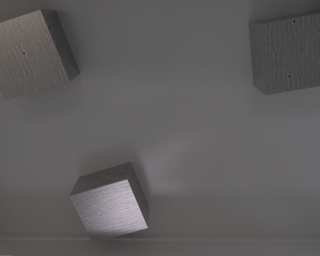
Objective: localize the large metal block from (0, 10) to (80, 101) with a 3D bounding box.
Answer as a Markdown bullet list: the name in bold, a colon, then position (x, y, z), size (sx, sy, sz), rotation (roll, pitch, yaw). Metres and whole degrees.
- **large metal block**: position (-0.152, -0.086, 0.365), size (0.080, 0.050, 0.080), rotation (-16, 110, 5)

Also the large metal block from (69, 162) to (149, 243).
- **large metal block**: position (-0.067, 0.104, 0.435), size (0.080, 0.050, 0.080), rotation (-17, 109, 6)

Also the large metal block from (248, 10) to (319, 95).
- **large metal block**: position (0.155, -0.090, 0.366), size (0.080, 0.050, 0.079), rotation (-10, 110, 4)
